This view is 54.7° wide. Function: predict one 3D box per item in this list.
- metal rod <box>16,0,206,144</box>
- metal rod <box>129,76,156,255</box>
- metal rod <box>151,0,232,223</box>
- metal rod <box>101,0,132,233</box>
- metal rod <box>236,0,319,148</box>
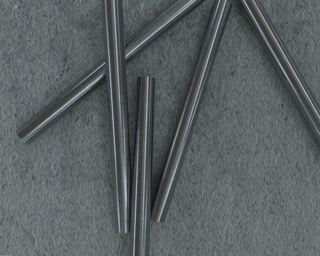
[{"bbox_3d":[-0.064,-0.083,0.409,0.300,0.025,0.025,-39,90,0],"label":"metal rod"},{"bbox_3d":[-0.023,0.083,0.396,0.025,0.025,0.298,2,85,0],"label":"metal rod"},{"bbox_3d":[0.039,-0.023,0.410,0.025,0.025,0.298,17,90,0],"label":"metal rod"},{"bbox_3d":[-0.052,-0.014,0.392,0.025,0.025,0.298,-2,97,0],"label":"metal rod"},{"bbox_3d":[0.173,-0.070,0.410,0.025,0.025,0.299,-30,90,0],"label":"metal rod"}]
